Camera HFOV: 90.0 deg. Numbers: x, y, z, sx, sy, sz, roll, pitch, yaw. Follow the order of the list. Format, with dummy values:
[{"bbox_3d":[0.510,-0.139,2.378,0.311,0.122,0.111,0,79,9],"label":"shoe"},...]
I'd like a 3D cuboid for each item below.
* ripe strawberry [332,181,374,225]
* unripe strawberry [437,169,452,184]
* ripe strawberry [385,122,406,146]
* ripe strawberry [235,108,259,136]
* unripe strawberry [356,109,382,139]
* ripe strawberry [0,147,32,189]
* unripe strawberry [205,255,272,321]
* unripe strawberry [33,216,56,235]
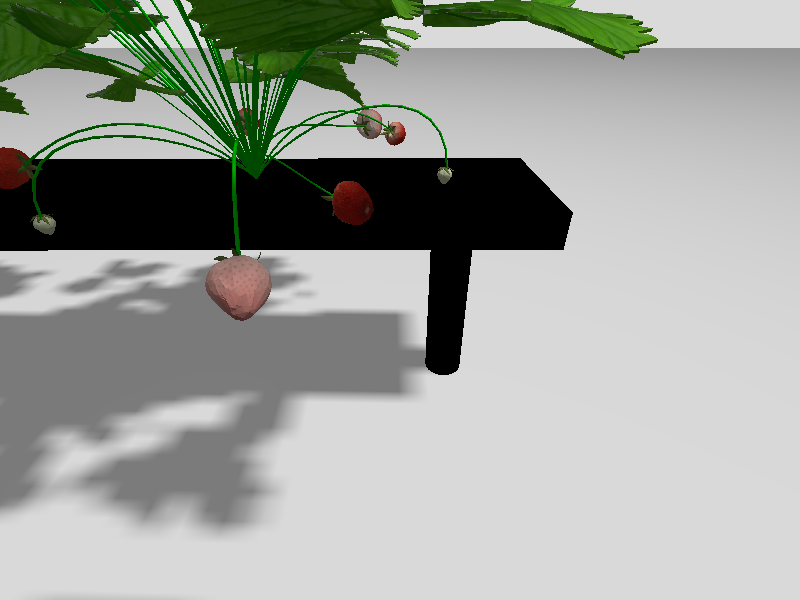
[{"bbox_3d":[-0.029,-0.061,0.256,0.025,0.029,0.027,-27,43,-34],"label":"ripe strawberry"},{"bbox_3d":[0.034,-0.096,0.310,0.011,0.012,0.011,8,35,11],"label":"unripe strawberry"},{"bbox_3d":[-0.003,-0.183,0.443,0.022,0.025,0.023,29,16,36],"label":"ripe strawberry"},{"bbox_3d":[-0.187,-0.218,0.489,0.027,0.031,0.030,-11,35,-16],"label":"ripe strawberry"},{"bbox_3d":[-0.035,-0.213,0.482,0.032,0.033,0.034,17,37,23],"label":"unripe strawberry"},{"bbox_3d":[-0.316,-0.105,0.319,0.035,0.030,0.035,-5,34,-6],"label":"ripe strawberry"},{"bbox_3d":[-0.070,-0.004,0.174,0.027,0.028,0.029,-9,47,-13],"label":"unripe strawberry"},{"bbox_3d":[-0.213,-0.044,0.240,0.010,0.011,0.011,21,39,28],"label":"unripe strawberry"}]
